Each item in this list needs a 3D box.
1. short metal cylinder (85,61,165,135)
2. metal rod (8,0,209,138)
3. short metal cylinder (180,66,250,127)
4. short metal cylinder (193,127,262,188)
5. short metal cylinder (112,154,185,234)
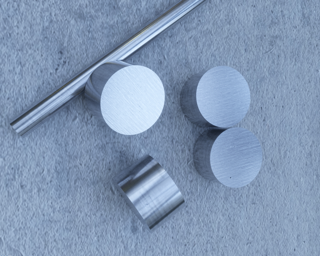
[{"bbox_3d":[-0.042,-0.037,0.367,0.081,0.050,0.079,-12,112,-30],"label":"short metal cylinder"},{"bbox_3d":[-0.052,-0.092,0.389,0.301,0.025,0.025,-40,103,-16],"label":"metal rod"},{"bbox_3d":[0.074,-0.041,0.423,0.081,0.050,0.080,0,90,-20],"label":"short metal cylinder"},{"bbox_3d":[0.093,0.039,0.430,0.081,0.050,0.080,0,90,-20],"label":"short metal cylinder"},{"bbox_3d":[-0.015,0.079,0.375,0.050,0.080,0.080,-35,102,-16],"label":"short metal cylinder"}]
